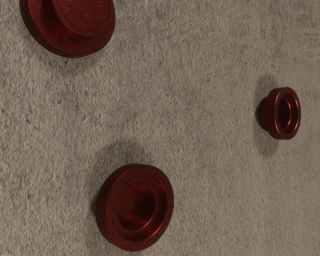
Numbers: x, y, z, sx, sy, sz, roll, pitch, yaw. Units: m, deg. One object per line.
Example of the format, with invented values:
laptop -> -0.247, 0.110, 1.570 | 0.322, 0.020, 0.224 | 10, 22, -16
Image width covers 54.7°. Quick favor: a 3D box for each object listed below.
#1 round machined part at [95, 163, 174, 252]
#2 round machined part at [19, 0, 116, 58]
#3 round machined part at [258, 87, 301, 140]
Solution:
round machined part -> -0.033, 0.090, 0.368 | 0.099, 0.042, 0.097 | 0, 90, -40
round machined part -> -0.088, -0.125, 0.321 | 0.099, 0.042, 0.097 | 0, 90, -40
round machined part -> 0.223, -0.027, 0.584 | 0.099, 0.042, 0.097 | 0, 90, -40
